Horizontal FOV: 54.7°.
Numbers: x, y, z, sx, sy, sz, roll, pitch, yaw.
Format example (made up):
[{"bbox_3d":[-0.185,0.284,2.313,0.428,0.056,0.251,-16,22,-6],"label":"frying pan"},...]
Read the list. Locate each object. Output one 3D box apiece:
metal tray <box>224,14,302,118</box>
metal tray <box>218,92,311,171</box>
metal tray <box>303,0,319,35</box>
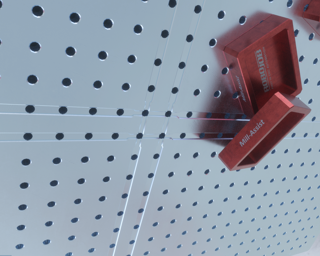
[{"bbox_3d":[0.152,-0.081,0.443,0.090,0.030,0.130,-35,129,-5],"label":"metal tray"},{"bbox_3d":[0.157,0.008,0.466,0.091,0.030,0.129,2,132,-50],"label":"metal tray"},{"bbox_3d":[0.275,-0.193,0.442,0.091,0.030,0.129,22,106,-37],"label":"metal tray"}]
